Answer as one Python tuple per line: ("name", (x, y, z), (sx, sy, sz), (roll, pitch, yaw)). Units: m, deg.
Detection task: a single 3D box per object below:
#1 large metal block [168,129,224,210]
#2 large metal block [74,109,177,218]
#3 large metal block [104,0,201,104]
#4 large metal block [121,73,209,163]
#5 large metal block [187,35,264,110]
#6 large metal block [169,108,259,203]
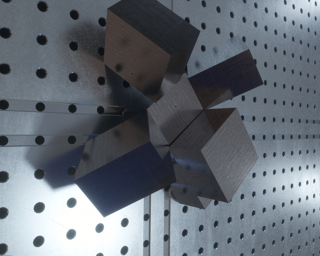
("large metal block", (0.049, 0.052, 0.432), (0.080, 0.050, 0.080), (-45, 116, -32))
("large metal block", (-0.034, 0.033, 0.324), (0.080, 0.080, 0.050), (-28, 113, 8))
("large metal block", (-0.013, -0.087, 0.341), (0.080, 0.080, 0.050), (39, 59, 10))
("large metal block", (0.011, -0.013, 0.401), (0.080, 0.050, 0.080), (-46, 117, -30))
("large metal block", (0.085, -0.078, 0.422), (0.050, 0.080, 0.080), (59, 17, -23))
("large metal block", (0.069, 0.031, 0.383), (0.080, 0.050, 0.080), (-45, 118, -32))
